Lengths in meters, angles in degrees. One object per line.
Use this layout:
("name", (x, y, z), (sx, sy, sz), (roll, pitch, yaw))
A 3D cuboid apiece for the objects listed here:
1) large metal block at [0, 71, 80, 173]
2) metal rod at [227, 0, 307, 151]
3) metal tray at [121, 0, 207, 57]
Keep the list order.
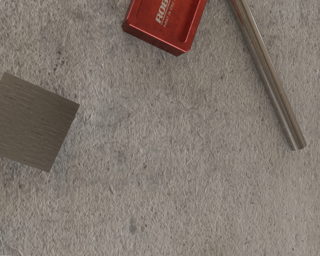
("large metal block", (-0.145, -0.005, 0.342), (0.080, 0.050, 0.080), (25, 82, -19))
("metal rod", (0.155, -0.102, 0.467), (0.025, 0.025, 0.299), (-30, 100, -18))
("metal tray", (0.014, -0.173, 0.412), (0.091, 0.030, 0.129), (21, 83, -19))
